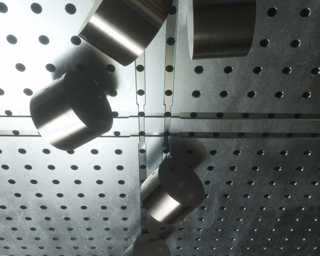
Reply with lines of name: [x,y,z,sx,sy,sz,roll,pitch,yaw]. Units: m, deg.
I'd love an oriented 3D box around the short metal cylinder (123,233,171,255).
short metal cylinder: [-0.025,0.250,0.588,0.080,0.080,0.050,22,126,-19]

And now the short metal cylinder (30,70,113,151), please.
short metal cylinder: [-0.099,-0.020,0.357,0.050,0.080,0.080,-27,126,20]

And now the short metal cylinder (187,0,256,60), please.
short metal cylinder: [0.053,-0.105,0.287,0.050,0.080,0.079,-3,130,2]

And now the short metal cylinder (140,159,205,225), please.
short metal cylinder: [0.018,0.093,0.455,0.080,0.080,0.050,25,126,-20]

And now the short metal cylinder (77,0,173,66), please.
short metal cylinder: [-0.033,-0.105,0.286,0.050,0.080,0.080,32,123,-24]
